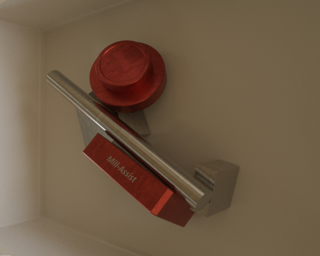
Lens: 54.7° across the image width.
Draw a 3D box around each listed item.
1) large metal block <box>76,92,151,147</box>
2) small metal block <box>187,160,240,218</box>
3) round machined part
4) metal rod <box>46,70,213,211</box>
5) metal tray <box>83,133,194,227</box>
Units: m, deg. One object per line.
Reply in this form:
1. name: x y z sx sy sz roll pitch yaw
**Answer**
1. large metal block: -0.070 -0.013 0.443 0.080 0.050 0.080 -28 73 36
2. small metal block: 0.059 0.064 0.339 0.025 0.050 0.050 19 102 38
3. round machined part: -0.043 -0.072 0.393 0.099 0.042 0.098 -3 65 7
4. metal rod: -0.058 -0.002 0.384 0.300 0.025 0.025 36 112 33
5. metal tray: -0.024 0.062 0.376 0.130 0.090 0.030 33 83 34
